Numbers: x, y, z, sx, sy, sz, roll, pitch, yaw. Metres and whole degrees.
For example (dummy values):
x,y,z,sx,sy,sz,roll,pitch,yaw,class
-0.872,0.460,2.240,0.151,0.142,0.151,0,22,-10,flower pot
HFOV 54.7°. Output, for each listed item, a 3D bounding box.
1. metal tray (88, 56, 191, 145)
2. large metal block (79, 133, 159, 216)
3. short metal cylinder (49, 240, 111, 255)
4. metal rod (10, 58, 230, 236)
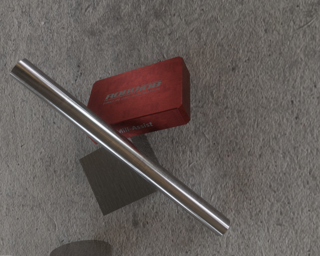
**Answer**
x,y,z,sx,sy,sz,roll,pitch,yaw,class
-0.029,-0.035,0.390,0.130,0.030,0.090,-13,48,19,metal tray
-0.047,0.059,0.412,0.080,0.050,0.080,-29,81,17,large metal block
-0.105,0.190,0.417,0.080,0.080,0.050,-3,89,20,short metal cylinder
-0.036,0.029,0.356,0.300,0.025,0.025,39,104,-10,metal rod
